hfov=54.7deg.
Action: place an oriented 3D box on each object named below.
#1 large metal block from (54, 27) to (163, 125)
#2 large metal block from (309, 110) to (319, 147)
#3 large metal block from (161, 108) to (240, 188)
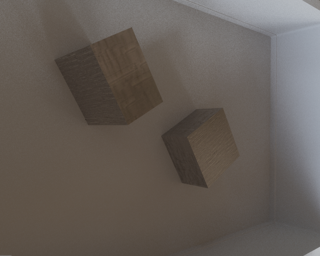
[{"bbox_3d":[-0.054,-0.050,0.325,0.050,0.080,0.080,-37,113,-34],"label":"large metal block"},{"bbox_3d":[0.395,0.005,0.723,0.081,0.050,0.080,15,81,-39],"label":"large metal block"},{"bbox_3d":[0.060,0.026,0.440,0.080,0.050,0.080,-37,113,-34],"label":"large metal block"}]
